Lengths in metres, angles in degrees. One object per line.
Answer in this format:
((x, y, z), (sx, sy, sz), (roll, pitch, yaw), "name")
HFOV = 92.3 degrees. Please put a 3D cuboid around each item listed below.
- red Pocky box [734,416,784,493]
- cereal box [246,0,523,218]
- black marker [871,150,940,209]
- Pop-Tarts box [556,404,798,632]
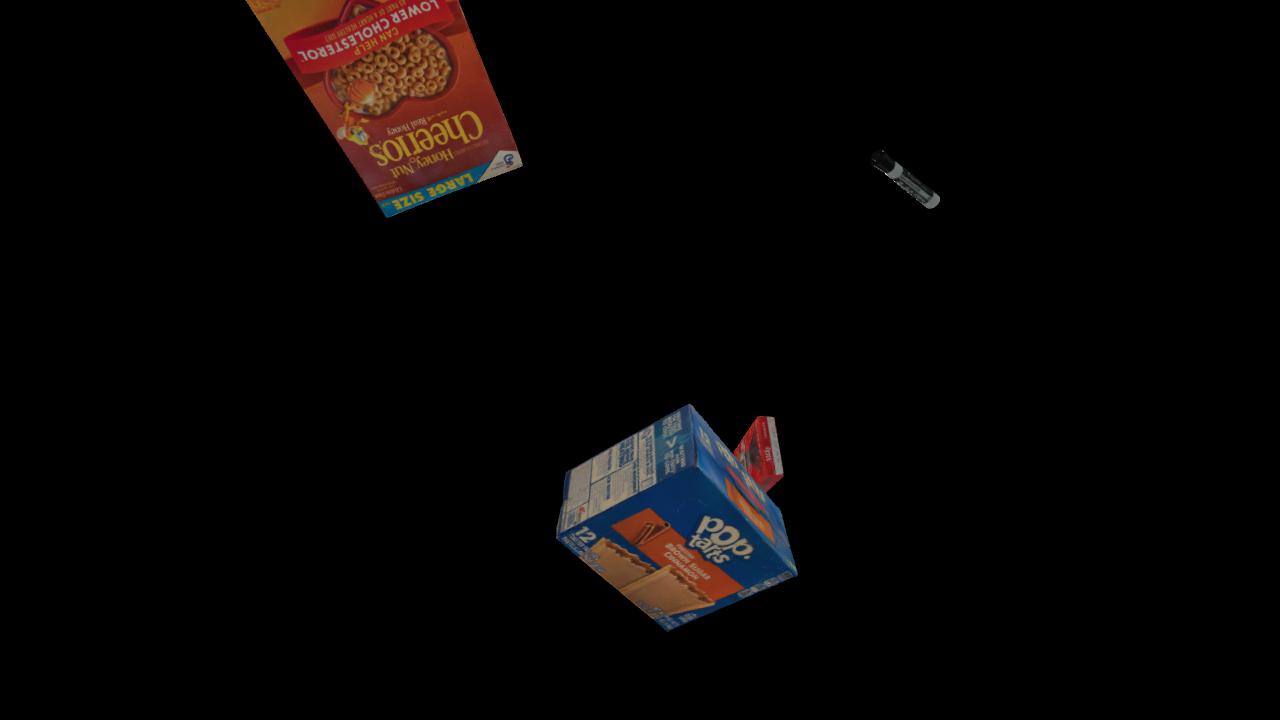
((0.162, 0.144, 0.860), (0.028, 0.083, 0.155), (-2, -26, -5), "red Pocky box")
((-0.290, -0.341, 0.743), (0.203, 0.081, 0.306), (-21, -40, -3), "cereal box")
((0.307, -0.209, 0.713), (0.121, 0.020, 0.020), (20, -11, -32), "black marker")
((0.034, 0.146, 0.550), (0.141, 0.167, 0.083), (-31, 30, 17), "Pop-Tarts box")
